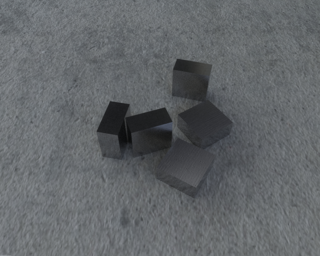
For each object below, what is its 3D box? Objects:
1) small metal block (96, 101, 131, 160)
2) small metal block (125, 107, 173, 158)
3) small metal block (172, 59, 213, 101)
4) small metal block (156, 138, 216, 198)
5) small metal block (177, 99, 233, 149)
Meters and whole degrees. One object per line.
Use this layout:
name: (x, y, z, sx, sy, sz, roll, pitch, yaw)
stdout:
small metal block: (-0.054, 0.003, 0.383, 0.025, 0.050, 0.050, 9, 51, 7)
small metal block: (-0.013, 0.006, 0.382, 0.050, 0.050, 0.025, -15, 52, -13)
small metal block: (0.045, -0.068, 0.445, 0.050, 0.050, 0.025, 12, 51, 9)
small metal block: (0.030, 0.046, 0.365, 0.050, 0.025, 0.050, 25, 54, 19)
small metal block: (0.058, -0.004, 0.408, 0.050, 0.025, 0.050, -27, 55, -21)
